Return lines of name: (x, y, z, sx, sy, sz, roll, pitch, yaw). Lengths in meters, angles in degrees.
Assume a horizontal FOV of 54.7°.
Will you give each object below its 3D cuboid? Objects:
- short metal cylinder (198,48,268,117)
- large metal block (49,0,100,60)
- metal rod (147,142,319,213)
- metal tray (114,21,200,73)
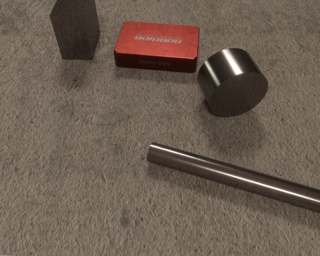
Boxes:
short metal cylinder: (0.097, -0.060, 0.419, 0.081, 0.080, 0.050, -10, 51, -9)
large metal block: (-0.135, -0.169, 0.508, 0.050, 0.080, 0.080, 2, 50, 1)
metal rod: (0.131, 0.068, 0.347, 0.301, 0.025, 0.025, 15, 52, 12)
metal tray: (-0.003, -0.136, 0.514, 0.131, 0.030, 0.090, 6, 50, 4)
